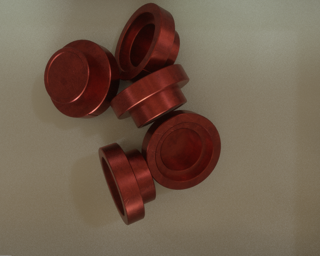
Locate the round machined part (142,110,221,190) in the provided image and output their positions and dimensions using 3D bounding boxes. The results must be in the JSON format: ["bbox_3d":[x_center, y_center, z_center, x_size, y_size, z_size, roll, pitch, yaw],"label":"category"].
[{"bbox_3d":[0.024,0.024,0.392,0.099,0.042,0.097,-6,106,-19],"label":"round machined part"}]

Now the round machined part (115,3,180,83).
[{"bbox_3d":[-0.013,-0.099,0.384,0.042,0.098,0.097,17,90,-36],"label":"round machined part"}]

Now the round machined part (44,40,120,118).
[{"bbox_3d":[-0.103,-0.061,0.383,0.098,0.042,0.097,-1,87,25],"label":"round machined part"}]

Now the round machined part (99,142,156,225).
[{"bbox_3d":[-0.038,0.063,0.377,0.042,0.098,0.098,-19,90,-18],"label":"round machined part"}]

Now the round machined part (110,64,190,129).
[{"bbox_3d":[-0.007,-0.033,0.374,0.098,0.098,0.042,-29,88,0],"label":"round machined part"}]
